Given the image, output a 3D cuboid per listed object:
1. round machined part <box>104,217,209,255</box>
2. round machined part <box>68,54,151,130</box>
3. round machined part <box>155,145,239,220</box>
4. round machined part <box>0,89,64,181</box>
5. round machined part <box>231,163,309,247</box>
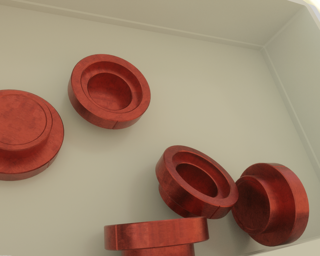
[{"bbox_3d":[-0.002,0.110,0.293,0.099,0.098,0.042,4,71,-27],"label":"round machined part"},{"bbox_3d":[-0.065,-0.040,0.386,0.099,0.042,0.098,14,56,-21],"label":"round machined part"},{"bbox_3d":[0.038,0.067,0.359,0.098,0.042,0.098,25,25,-12],"label":"round machined part"},{"bbox_3d":[-0.148,0.001,0.315,0.099,0.042,0.098,14,56,-21],"label":"round machined part"},{"bbox_3d":[0.122,0.091,0.372,0.042,0.097,0.098,3,60,-27],"label":"round machined part"}]
